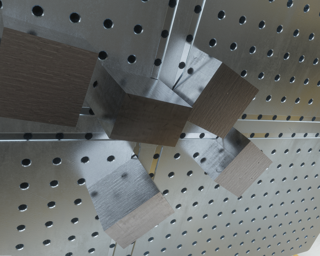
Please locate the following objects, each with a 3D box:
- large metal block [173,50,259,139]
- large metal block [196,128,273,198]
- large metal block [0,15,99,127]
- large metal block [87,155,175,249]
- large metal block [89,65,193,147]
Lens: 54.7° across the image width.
[{"bbox_3d":[0.069,-0.042,0.408,0.080,0.050,0.080,25,105,-37],"label":"large metal block"},{"bbox_3d":[0.120,0.055,0.497,0.080,0.050,0.080,-49,129,6],"label":"large metal block"},{"bbox_3d":[-0.116,-0.052,0.300,0.081,0.050,0.079,9,114,-33],"label":"large metal block"},{"bbox_3d":[-0.040,0.097,0.415,0.080,0.080,0.050,-35,129,-6],"label":"large metal block"},{"bbox_3d":[-0.024,-0.025,0.348,0.081,0.080,0.050,9,114,-33],"label":"large metal block"}]
